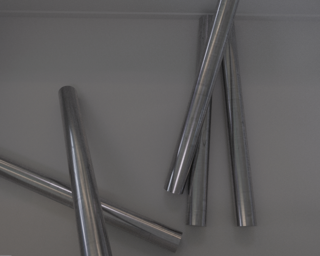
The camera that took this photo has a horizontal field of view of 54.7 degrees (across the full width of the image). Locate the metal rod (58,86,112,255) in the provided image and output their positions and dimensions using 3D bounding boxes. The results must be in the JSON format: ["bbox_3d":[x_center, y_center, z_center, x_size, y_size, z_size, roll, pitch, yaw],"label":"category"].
[{"bbox_3d":[-0.081,0.047,0.322,0.025,0.025,0.300,-19,44,-7],"label":"metal rod"}]

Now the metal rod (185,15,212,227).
[{"bbox_3d":[0.057,-0.024,0.418,0.025,0.025,0.299,5,70,2],"label":"metal rod"}]

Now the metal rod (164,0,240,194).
[{"bbox_3d":[0.057,-0.066,0.374,0.025,0.025,0.298,16,94,6],"label":"metal rod"}]

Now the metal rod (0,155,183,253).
[{"bbox_3d":[-0.118,0.080,0.379,0.301,0.025,0.025,21,71,7],"label":"metal rod"}]

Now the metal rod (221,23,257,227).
[{"bbox_3d":[0.101,-0.024,0.418,0.025,0.025,0.299,0,70,0],"label":"metal rod"}]
